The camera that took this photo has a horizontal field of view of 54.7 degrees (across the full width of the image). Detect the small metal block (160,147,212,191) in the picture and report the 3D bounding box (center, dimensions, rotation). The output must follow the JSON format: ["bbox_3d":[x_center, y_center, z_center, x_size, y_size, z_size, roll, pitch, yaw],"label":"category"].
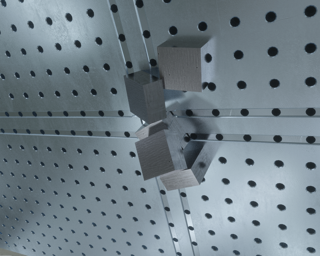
[{"bbox_3d":[0.034,0.054,0.410,0.050,0.050,0.025,-19,109,35],"label":"small metal block"}]

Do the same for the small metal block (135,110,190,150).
[{"bbox_3d":[0.003,0.011,0.415,0.050,0.025,0.050,-29,103,37],"label":"small metal block"}]

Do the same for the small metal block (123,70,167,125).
[{"bbox_3d":[-0.018,-0.039,0.380,0.050,0.025,0.050,34,139,51],"label":"small metal block"}]

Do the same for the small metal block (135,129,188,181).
[{"bbox_3d":[0.000,0.034,0.384,0.050,0.025,0.050,-25,73,36],"label":"small metal block"}]

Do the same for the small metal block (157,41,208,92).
[{"bbox_3d":[0.027,-0.070,0.353,0.050,0.025,0.050,8,122,23],"label":"small metal block"}]
